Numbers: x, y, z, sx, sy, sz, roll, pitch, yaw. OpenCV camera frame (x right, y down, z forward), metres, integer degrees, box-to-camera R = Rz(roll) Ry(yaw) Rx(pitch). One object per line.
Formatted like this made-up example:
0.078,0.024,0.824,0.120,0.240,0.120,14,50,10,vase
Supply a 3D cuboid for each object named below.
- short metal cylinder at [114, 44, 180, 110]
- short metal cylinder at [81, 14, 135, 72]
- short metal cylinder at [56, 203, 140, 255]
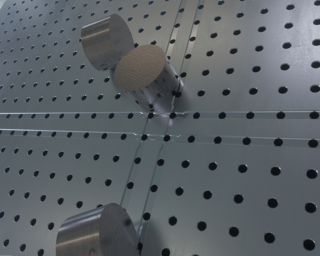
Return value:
-0.019,-0.073,0.447,0.080,0.050,0.080,-13,56,21,short metal cylinder
-0.081,-0.136,0.499,0.050,0.080,0.080,-12,57,22,short metal cylinder
-0.063,0.126,0.329,0.050,0.080,0.080,-22,54,15,short metal cylinder
